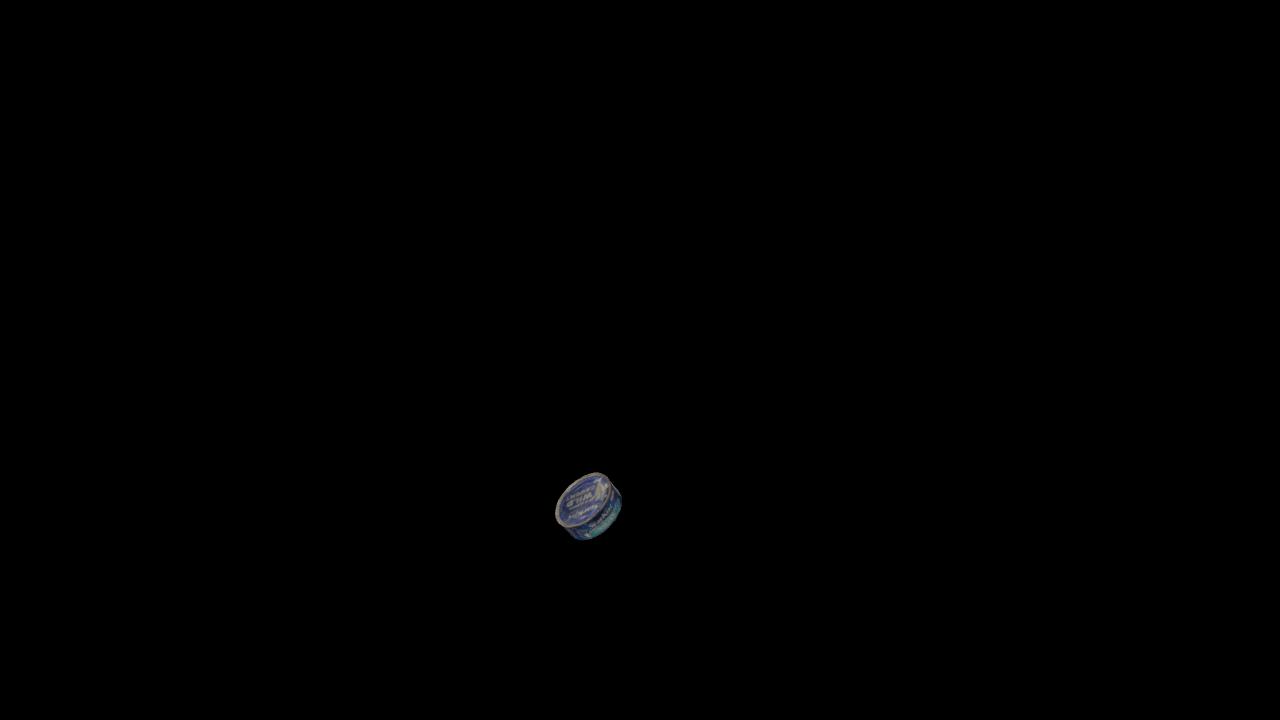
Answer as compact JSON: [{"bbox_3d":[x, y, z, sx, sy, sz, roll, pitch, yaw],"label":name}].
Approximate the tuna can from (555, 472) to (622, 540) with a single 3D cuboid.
[{"bbox_3d":[-0.066,0.188,0.791,0.084,0.034,0.084,-26,30,16],"label":"tuna can"}]
